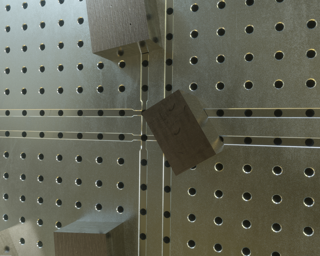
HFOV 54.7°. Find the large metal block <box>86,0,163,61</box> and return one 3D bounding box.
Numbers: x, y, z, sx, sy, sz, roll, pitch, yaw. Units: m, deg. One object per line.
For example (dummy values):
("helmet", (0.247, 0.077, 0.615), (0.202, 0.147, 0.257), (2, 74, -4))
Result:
("large metal block", (-0.047, -0.142, 0.415), (0.080, 0.050, 0.080), (-9, 87, 19))

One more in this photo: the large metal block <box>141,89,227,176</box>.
("large metal block", (0.032, 0.005, 0.371), (0.050, 0.080, 0.080), (-32, 80, 17))

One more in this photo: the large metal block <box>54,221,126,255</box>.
("large metal block", (-0.096, 0.178, 0.432), (0.080, 0.050, 0.080), (-5, 88, 19))

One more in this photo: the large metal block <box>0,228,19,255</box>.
("large metal block", (-0.276, 0.220, 0.494), (0.080, 0.050, 0.080), (-29, 81, 17))
